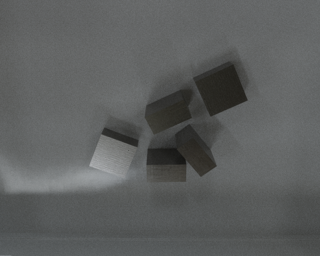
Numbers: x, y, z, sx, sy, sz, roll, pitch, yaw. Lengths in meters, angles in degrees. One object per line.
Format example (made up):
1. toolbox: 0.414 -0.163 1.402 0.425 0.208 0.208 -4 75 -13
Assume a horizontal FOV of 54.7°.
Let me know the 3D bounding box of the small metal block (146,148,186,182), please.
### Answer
1. small metal block: 0.008 0.049 0.416 0.050 0.050 0.025 -1 110 0

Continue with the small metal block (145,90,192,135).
1. small metal block: 0.010 -0.021 0.390 0.050 0.050 0.025 -24 109 8

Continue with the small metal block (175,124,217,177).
1. small metal block: 0.046 0.028 0.409 0.025 0.050 0.050 -37 106 12

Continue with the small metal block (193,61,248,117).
1. small metal block: 0.076 -0.050 0.394 0.050 0.025 0.050 -24 109 8

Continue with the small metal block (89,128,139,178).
1. small metal block: -0.062 0.034 0.423 0.050 0.025 0.050 21 109 -8
